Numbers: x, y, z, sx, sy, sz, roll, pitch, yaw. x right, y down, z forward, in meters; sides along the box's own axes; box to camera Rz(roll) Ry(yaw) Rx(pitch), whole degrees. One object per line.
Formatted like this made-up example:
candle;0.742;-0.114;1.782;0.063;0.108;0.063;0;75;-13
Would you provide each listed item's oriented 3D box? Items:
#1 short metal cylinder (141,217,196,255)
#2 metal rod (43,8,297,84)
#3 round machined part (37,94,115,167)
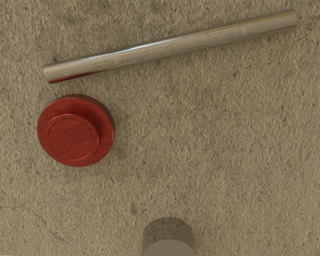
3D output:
short metal cylinder;0.012;0.182;0.464;0.081;0.050;0.079;0;110;-1
metal rod;0.009;-0.097;0.374;0.302;0.025;0.025;-12;110;4
round machined part;-0.110;0.008;0.402;0.099;0.042;0.097;0;110;-1
